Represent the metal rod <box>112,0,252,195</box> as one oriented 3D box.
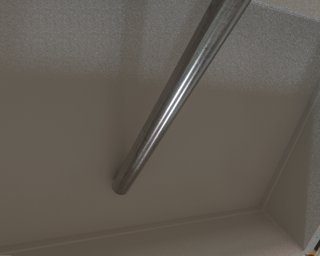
[{"bbox_3d":[0.000,-0.008,0.326,0.025,0.025,0.298,-1,143,-28],"label":"metal rod"}]
